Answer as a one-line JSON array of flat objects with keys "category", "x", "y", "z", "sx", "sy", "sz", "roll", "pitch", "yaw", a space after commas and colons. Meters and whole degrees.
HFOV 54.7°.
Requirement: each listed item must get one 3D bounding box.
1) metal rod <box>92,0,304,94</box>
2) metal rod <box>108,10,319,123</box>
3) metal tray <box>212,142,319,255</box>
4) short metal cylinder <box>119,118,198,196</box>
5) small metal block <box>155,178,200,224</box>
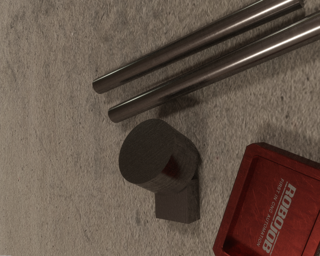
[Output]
[{"category": "metal rod", "x": 0.019, "y": -0.096, "z": 0.387, "sx": 0.300, "sy": 0.025, "sz": 0.025, "roll": -15, "pitch": 80, "yaw": 38}, {"category": "metal rod", "x": 0.045, "y": -0.059, "z": 0.366, "sx": 0.299, "sy": 0.025, "sz": 0.025, "roll": -19, "pitch": 78, "yaw": 38}, {"category": "metal tray", "x": 0.114, "y": 0.089, "z": 0.306, "sx": 0.090, "sy": 0.030, "sz": 0.129, "roll": 24, "pitch": 105, "yaw": 37}, {"category": "short metal cylinder", "x": -0.002, "y": 0.035, "z": 0.370, "sx": 0.080, "sy": 0.050, "sz": 0.080, "roll": -20, "pitch": 53, "yaw": 30}, {"category": "small metal block", "x": 0.021, "y": 0.088, "z": 0.386, "sx": 0.050, "sy": 0.025, "sz": 0.050, "roll": -3, "pitch": 88, "yaw": 39}]
